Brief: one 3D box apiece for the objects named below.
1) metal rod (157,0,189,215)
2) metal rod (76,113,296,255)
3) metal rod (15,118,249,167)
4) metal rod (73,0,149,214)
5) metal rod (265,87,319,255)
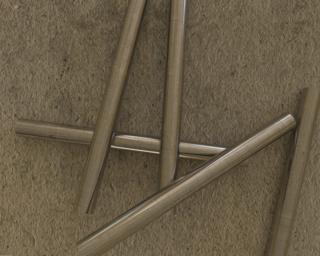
[{"bbox_3d":[0.017,-0.045,0.392,0.025,0.025,0.298,4,83,0],"label":"metal rod"},{"bbox_3d":[0.046,0.059,0.364,0.302,0.025,0.025,-29,90,-19],"label":"metal rod"},{"bbox_3d":[-0.035,0.019,0.409,0.302,0.025,0.025,8,90,0],"label":"metal rod"},{"bbox_3d":[-0.057,-0.044,0.390,0.025,0.025,0.299,13,83,0],"label":"metal rod"},{"bbox_3d":[0.170,0.095,0.411,0.025,0.025,0.298,13,90,0],"label":"metal rod"}]
